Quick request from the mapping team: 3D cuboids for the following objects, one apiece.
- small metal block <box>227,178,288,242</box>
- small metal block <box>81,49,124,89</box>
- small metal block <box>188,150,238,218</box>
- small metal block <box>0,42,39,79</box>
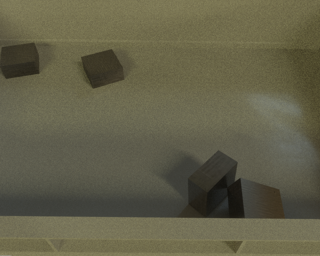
[{"bbox_3d":[0.100,0.086,0.323,0.050,0.025,0.050,18,49,-16],"label":"small metal block"},{"bbox_3d":[-0.089,-0.093,0.482,0.050,0.025,0.050,-19,53,-16],"label":"small metal block"},{"bbox_3d":[0.057,0.061,0.337,0.025,0.050,0.050,33,57,32],"label":"small metal block"},{"bbox_3d":[-0.222,-0.108,0.493,0.050,0.025,0.050,-11,51,-10],"label":"small metal block"}]
